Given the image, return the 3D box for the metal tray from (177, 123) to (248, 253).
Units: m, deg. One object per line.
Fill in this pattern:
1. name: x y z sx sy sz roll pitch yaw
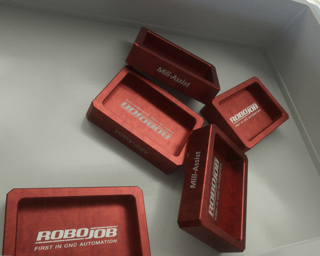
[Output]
1. metal tray: 0.069 0.071 0.374 0.090 0.030 0.130 40 47 -32

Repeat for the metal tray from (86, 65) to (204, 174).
1. metal tray: -0.015 -0.013 0.401 0.130 0.030 0.090 36 51 -5

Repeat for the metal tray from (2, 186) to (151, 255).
1. metal tray: -0.077 0.104 0.296 0.131 0.030 0.090 4 60 -26

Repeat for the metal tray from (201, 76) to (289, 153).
1. metal tray: 0.137 -0.022 0.489 0.131 0.030 0.090 -28 78 -37

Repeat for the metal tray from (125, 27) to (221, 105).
1. metal tray: 0.021 -0.091 0.448 0.131 0.030 0.090 26 30 -12
